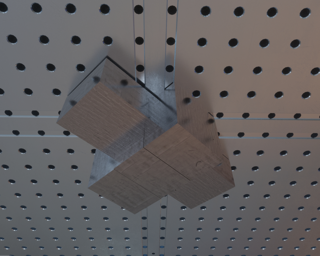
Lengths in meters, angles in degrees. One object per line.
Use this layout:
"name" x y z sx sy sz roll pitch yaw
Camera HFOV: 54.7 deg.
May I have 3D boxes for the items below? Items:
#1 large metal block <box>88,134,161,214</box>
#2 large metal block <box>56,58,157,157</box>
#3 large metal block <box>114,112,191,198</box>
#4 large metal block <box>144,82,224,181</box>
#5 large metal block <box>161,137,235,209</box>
"large metal block" -0.045 0.058 0.425 0.050 0.080 0.080 -37 122 26
"large metal block" -0.061 -0.022 0.372 0.080 0.050 0.080 -37 122 28
"large metal block" -0.009 0.031 0.402 0.050 0.080 0.080 -37 122 26
"large metal block" 0.028 0.004 0.380 0.050 0.080 0.080 -37 122 26
"large metal block" 0.049 0.064 0.451 0.080 0.050 0.080 -36 122 27
